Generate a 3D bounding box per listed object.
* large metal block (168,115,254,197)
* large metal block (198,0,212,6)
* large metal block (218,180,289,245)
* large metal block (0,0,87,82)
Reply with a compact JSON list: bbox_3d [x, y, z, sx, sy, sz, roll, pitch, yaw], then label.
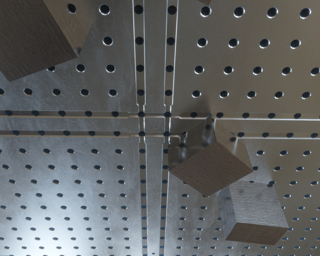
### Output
[{"bbox_3d":[0.068,0.042,0.432,0.080,0.050,0.080,-37,122,27],"label":"large metal block"},{"bbox_3d":[0.024,-0.164,0.256,0.080,0.050,0.079,21,127,-17],"label":"large metal block"},{"bbox_3d":[0.143,0.132,0.491,0.081,0.080,0.050,9,130,-8],"label":"large metal block"},{"bbox_3d":[-0.132,-0.103,0.306,0.080,0.050,0.080,-16,129,13],"label":"large metal block"}]
